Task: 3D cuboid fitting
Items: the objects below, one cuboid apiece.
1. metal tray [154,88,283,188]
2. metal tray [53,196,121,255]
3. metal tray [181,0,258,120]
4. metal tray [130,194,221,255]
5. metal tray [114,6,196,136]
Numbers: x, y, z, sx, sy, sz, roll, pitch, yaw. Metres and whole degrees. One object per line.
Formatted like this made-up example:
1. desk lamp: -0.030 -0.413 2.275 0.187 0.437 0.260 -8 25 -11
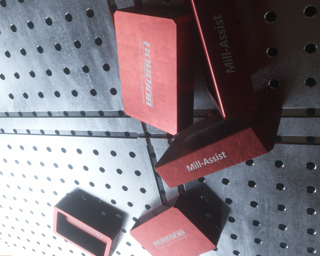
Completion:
1. metal tray: 0.064 0.012 0.342 0.130 0.090 0.030 -28 103 37
2. metal tray: -0.146 0.199 0.605 0.130 0.030 0.089 25 127 12
3. metal tray: 0.050 -0.083 0.288 0.030 0.090 0.129 -18 112 6
4. metal tray: 0.021 0.169 0.500 0.090 0.030 0.129 46 129 -4
5. metal tray: -0.006 -0.065 0.352 0.090 0.030 0.129 23 129 36
